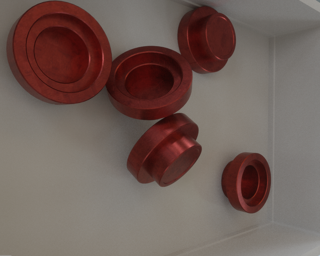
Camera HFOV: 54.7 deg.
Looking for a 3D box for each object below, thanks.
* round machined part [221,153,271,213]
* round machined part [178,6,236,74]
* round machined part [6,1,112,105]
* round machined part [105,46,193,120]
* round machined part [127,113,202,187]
[{"bbox_3d":[0.140,0.089,0.516,0.099,0.042,0.097,0,90,-40],"label":"round machined part"},{"bbox_3d":[0.076,-0.132,0.461,0.099,0.042,0.097,0,90,-40],"label":"round machined part"},{"bbox_3d":[-0.102,-0.072,0.311,0.099,0.042,0.097,0,90,-40],"label":"round machined part"},{"bbox_3d":[-0.012,-0.048,0.364,0.098,0.098,0.042,-52,158,-27],"label":"round machined part"},{"bbox_3d":[0.012,0.033,0.373,0.099,0.042,0.098,-35,153,-21],"label":"round machined part"}]
